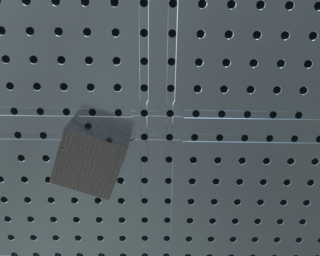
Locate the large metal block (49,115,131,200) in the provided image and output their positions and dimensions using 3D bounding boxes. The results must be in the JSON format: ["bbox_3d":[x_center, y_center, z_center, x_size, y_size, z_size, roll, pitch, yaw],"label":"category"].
[{"bbox_3d":[-0.091,0.039,0.414,0.080,0.050,0.080,19,109,-7],"label":"large metal block"}]
